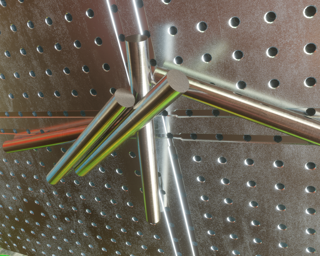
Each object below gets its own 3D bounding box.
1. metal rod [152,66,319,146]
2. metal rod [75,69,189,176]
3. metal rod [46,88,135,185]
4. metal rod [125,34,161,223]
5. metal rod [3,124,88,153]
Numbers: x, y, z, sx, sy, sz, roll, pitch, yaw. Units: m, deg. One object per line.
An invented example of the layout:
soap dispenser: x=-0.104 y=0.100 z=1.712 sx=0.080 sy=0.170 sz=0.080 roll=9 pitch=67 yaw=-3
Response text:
metal rod: x=0.131 y=-0.009 z=0.336 sx=0.301 sy=0.025 sz=0.025 roll=22 pitch=126 yaw=14
metal rod: x=-0.057 y=0.013 z=0.406 sx=0.025 sy=0.025 sz=0.299 roll=47 pitch=141 yaw=-5
metal rod: x=-0.118 y=0.029 z=0.459 sx=0.025 sy=0.025 sz=0.299 roll=46 pitch=138 yaw=-5
metal rod: x=-0.018 y=0.025 z=0.419 sx=0.025 sy=0.025 sz=0.298 roll=12 pitch=128 yaw=21
metal rod: x=-0.155 y=0.014 z=0.498 sx=0.300 sy=0.025 sz=0.025 roll=-9 pitch=114 yaw=32
